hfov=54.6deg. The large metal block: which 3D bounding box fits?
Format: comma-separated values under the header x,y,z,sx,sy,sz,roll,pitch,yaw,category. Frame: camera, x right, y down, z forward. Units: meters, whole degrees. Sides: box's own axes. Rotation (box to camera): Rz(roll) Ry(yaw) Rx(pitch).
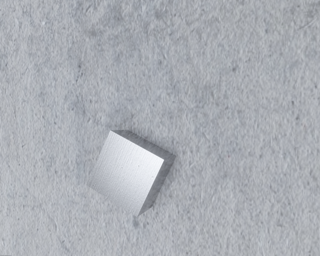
x,y,z,sx,sy,sz,roll,pitch,yaw,category
-0.037,0.056,0.409,0.080,0.050,0.080,27,99,18,large metal block
